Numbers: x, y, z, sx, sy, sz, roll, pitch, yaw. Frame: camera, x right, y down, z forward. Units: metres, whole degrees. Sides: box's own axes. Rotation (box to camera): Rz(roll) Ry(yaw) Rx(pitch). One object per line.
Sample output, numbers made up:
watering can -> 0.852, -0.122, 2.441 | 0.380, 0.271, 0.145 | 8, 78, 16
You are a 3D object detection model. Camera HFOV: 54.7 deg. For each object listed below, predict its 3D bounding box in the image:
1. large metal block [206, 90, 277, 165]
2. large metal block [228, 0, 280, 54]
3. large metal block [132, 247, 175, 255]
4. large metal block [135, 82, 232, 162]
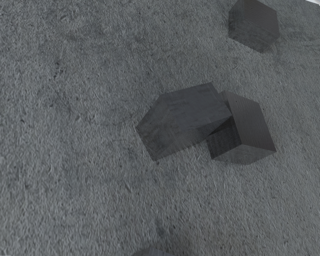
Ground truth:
large metal block -> 0.107, 0.002, 0.432 | 0.081, 0.050, 0.080 | 13, 55, -39
large metal block -> 0.184, -0.206, 0.612 | 0.080, 0.050, 0.080 | 20, 54, -17
large metal block -> 0.007, 0.168, 0.289 | 0.080, 0.050, 0.080 | 26, 53, -13
large metal block -> 0.027, -0.007, 0.388 | 0.081, 0.080, 0.050 | -18, 72, -35
